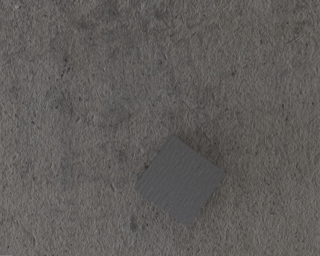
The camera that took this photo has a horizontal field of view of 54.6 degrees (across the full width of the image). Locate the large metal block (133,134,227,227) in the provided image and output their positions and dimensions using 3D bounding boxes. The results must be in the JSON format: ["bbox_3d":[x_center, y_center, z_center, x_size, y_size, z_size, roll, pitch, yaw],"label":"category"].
[{"bbox_3d":[0.024,0.064,0.398,0.080,0.050,0.080,36,90,0],"label":"large metal block"}]
